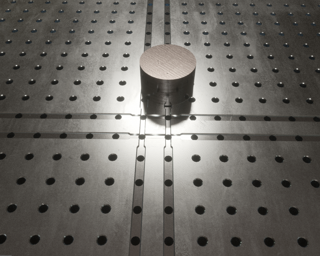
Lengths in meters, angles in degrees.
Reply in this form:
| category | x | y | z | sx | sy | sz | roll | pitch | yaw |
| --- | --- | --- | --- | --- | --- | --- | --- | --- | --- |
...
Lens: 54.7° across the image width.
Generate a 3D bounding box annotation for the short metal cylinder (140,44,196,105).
| category | x | y | z | sx | sy | sz | roll | pitch | yaw |
| --- | --- | --- | --- | --- | --- | --- | --- | --- | --- |
| short metal cylinder | 0.011 | -0.079 | 0.458 | 0.081 | 0.050 | 0.080 | 0 | 50 | 0 |
